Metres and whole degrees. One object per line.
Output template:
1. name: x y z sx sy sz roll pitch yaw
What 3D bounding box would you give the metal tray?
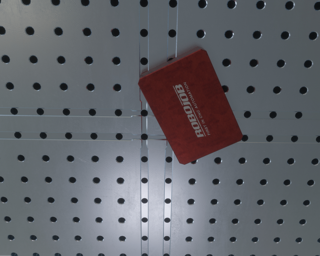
1. metal tray: 0.040 -0.026 0.401 0.090 0.030 0.130 -25 108 8
